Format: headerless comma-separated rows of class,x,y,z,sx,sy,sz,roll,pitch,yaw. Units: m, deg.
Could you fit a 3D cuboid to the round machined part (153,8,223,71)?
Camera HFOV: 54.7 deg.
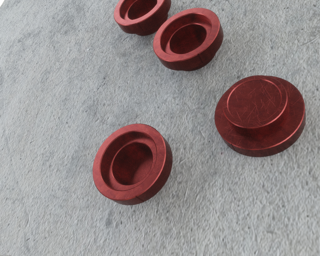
round machined part,0.043,-0.121,0.445,0.098,0.042,0.098,-13,56,21

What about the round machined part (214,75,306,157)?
round machined part,0.109,-0.020,0.348,0.098,0.042,0.098,-13,56,21

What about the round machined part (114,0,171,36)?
round machined part,-0.026,-0.197,0.527,0.098,0.042,0.098,-13,56,21

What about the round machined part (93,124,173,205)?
round machined part,-0.029,0.047,0.380,0.098,0.042,0.098,-13,56,21
